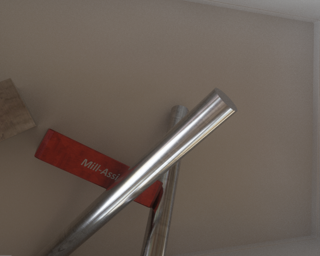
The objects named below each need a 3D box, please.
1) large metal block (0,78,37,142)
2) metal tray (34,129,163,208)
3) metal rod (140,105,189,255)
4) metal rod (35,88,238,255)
[{"bbox_3d":[-0.177,-0.007,0.316,0.081,0.080,0.050,-27,100,-18],"label":"large metal block"},{"bbox_3d":[-0.071,0.043,0.350,0.131,0.090,0.030,29,81,-18],"label":"metal tray"},{"bbox_3d":[0.000,0.096,0.337,0.025,0.025,0.300,27,52,-18],"label":"metal rod"},{"bbox_3d":[-0.047,0.072,0.300,0.025,0.025,0.299,39,115,-17],"label":"metal rod"}]
